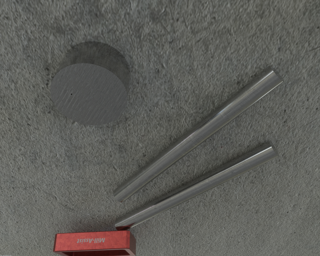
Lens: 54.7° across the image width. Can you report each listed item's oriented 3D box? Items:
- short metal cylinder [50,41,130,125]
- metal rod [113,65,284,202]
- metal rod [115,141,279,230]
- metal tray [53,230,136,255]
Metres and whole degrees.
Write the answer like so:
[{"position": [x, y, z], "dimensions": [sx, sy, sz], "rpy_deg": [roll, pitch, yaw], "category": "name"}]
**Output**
[{"position": [-0.075, -0.049, 0.348], "dimensions": [0.081, 0.050, 0.079], "rpy_deg": [0, 130, 0], "category": "short metal cylinder"}, {"position": [0.035, 0.023, 0.427], "dimensions": [0.025, 0.025, 0.299], "rpy_deg": [34, 122, -26], "category": "metal rod"}, {"position": [0.044, 0.102, 0.494], "dimensions": [0.300, 0.025, 0.025], "rpy_deg": [-32, 124, 24], "category": "metal rod"}, {"position": [-0.114, 0.214, 0.565], "dimensions": [0.131, 0.030, 0.090], "rpy_deg": [-3, 150, 2], "category": "metal tray"}]
